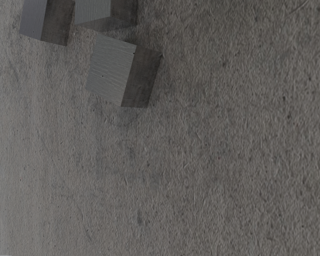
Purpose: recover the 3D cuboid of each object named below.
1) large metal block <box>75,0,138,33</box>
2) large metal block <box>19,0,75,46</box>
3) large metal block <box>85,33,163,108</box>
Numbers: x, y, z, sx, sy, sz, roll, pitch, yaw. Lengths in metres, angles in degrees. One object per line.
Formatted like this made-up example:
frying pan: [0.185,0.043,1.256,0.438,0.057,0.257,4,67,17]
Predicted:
large metal block: [-0.078,-0.191,0.453,0.080,0.050,0.079,5,93,40]
large metal block: [-0.205,-0.199,0.558,0.080,0.050,0.079,25,106,37]
large metal block: [-0.052,-0.079,0.432,0.080,0.050,0.079,27,107,36]
